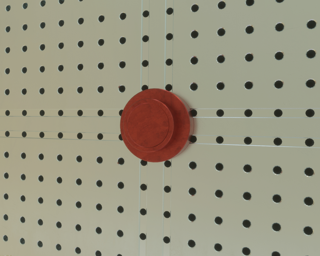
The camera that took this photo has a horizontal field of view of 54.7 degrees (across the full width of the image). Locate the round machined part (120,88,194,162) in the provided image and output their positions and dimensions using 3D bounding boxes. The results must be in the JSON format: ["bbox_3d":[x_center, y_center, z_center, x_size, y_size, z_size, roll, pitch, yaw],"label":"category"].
[{"bbox_3d":[-0.009,-0.003,0.405,0.098,0.042,0.097,0,90,19],"label":"round machined part"}]
